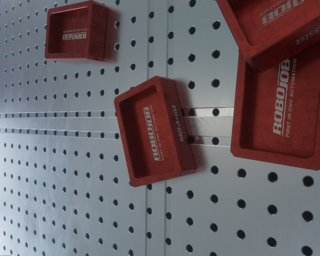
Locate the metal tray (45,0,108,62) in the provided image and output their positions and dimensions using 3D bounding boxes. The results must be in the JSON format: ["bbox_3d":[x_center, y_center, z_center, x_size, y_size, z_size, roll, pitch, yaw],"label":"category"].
[{"bbox_3d":[-0.146,-0.160,0.528,0.130,0.030,0.089,10,96,39],"label":"metal tray"}]

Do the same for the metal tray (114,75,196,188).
[{"bbox_3d":[-0.011,0.007,0.415,0.090,0.030,0.129,-21,77,38],"label":"metal tray"}]

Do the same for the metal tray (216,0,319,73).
[{"bbox_3d":[0.124,-0.119,0.274,0.130,0.030,0.090,-30,56,25],"label":"metal tray"}]

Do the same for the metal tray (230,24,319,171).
[{"bbox_3d":[0.122,-0.031,0.305,0.090,0.030,0.129,7,95,40],"label":"metal tray"}]
